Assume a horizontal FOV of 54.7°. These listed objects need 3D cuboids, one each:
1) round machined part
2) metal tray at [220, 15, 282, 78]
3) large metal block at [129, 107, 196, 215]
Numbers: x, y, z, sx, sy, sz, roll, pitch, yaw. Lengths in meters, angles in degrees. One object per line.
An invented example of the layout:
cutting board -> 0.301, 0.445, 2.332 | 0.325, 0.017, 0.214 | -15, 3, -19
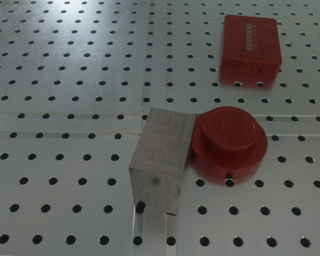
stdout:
round machined part -> 0.085, 0.011, 0.388 | 0.099, 0.042, 0.098 | 0, 50, 0
metal tray -> 0.151, -0.142, 0.524 | 0.090, 0.030, 0.130 | 7, 50, 6
large metal block -> 0.005, 0.037, 0.341 | 0.050, 0.080, 0.080 | 11, 51, 9
